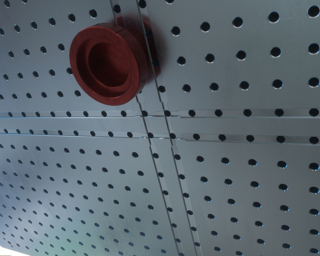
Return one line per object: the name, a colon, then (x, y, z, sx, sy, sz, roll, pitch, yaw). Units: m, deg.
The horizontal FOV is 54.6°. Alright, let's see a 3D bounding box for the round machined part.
round machined part: (-0.058, -0.080, 0.382, 0.098, 0.042, 0.097, 13, 124, 21)
